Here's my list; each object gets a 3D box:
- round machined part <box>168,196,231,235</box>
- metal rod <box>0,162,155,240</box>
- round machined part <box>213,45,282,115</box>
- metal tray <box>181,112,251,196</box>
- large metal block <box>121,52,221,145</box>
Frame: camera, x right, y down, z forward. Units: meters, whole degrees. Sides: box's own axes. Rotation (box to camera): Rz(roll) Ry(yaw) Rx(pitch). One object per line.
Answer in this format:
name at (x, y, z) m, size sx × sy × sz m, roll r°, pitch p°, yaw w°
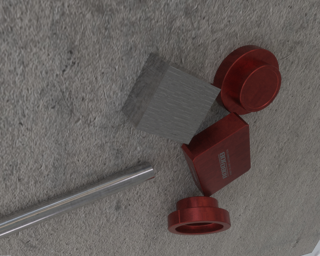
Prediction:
round machined part at (0.061, 0.140, 0.496) m, size 0.099 × 0.042 × 0.098 m, roll -2°, pitch 149°, yaw -1°
metal rod at (-0.149, 0.106, 0.391) m, size 0.302 × 0.025 × 0.025 m, roll -19°, pitch 126°, yaw -17°
round machined part at (0.126, -0.061, 0.428) m, size 0.099 × 0.042 × 0.097 m, roll -14°, pitch 124°, yaw -21°
metal tray at (0.088, 0.045, 0.460) m, size 0.090 × 0.030 × 0.130 m, roll -32°, pitch 142°, yaw -7°
large metal block at (0.013, -0.034, 0.377) m, size 0.081 × 0.050 × 0.080 m, roll 17°, pitch 109°, yaw -35°
